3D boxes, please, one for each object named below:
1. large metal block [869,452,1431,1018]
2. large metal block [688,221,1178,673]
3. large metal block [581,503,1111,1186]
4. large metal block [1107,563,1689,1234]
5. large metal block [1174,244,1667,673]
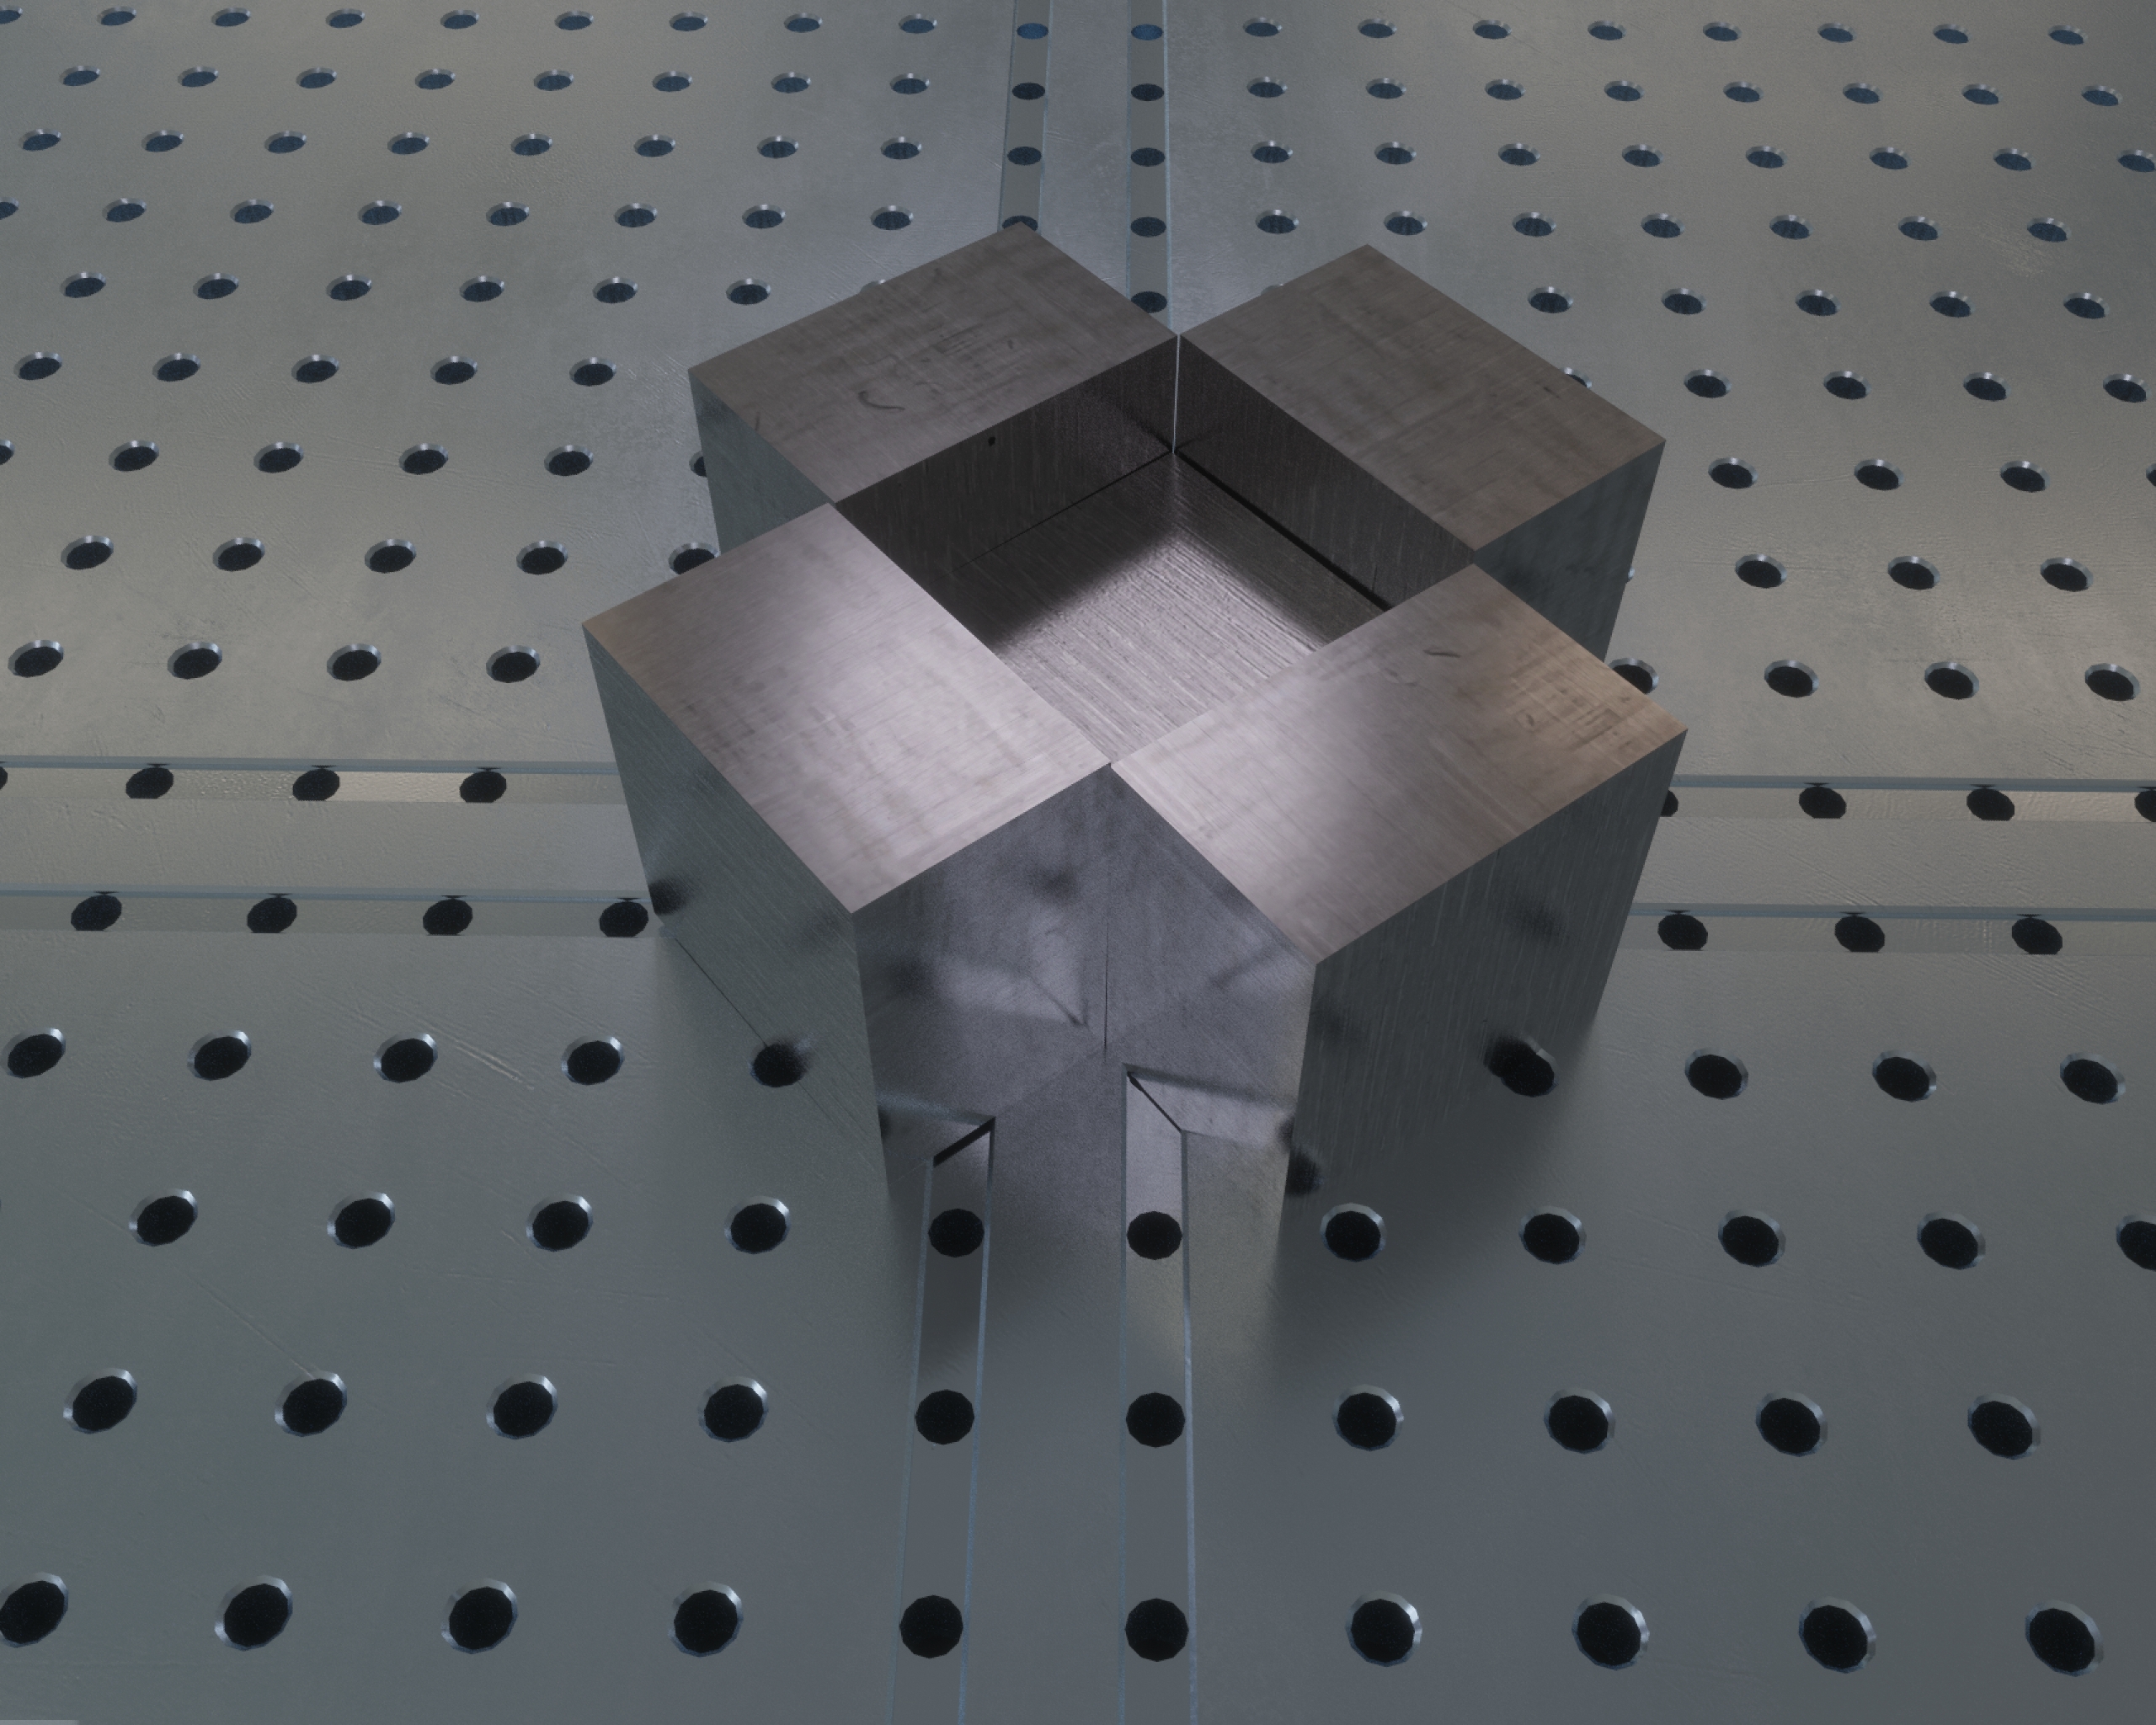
[{"bbox_3d":[0.014,-0.025,0.411,0.080,0.050,0.080,-32,56,-22],"label":"large metal block"},{"bbox_3d":[-0.027,-0.073,0.434,0.080,0.080,0.050,-31,57,-24],"label":"large metal block"},{"bbox_3d":[-0.039,-0.003,0.374,0.050,0.080,0.080,-32,57,-24],"label":"large metal block"},{"bbox_3d":[0.053,0.007,0.368,0.080,0.080,0.050,-30,56,-23],"label":"large metal block"},{"bbox_3d":[0.064,-0.065,0.428,0.050,0.080,0.080,-31,57,-24],"label":"large metal block"}]
